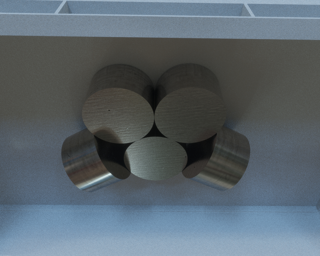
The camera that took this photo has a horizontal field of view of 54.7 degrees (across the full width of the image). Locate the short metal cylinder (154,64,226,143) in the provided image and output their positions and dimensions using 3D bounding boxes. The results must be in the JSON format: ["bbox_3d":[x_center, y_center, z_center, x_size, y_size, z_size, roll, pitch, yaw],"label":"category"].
[{"bbox_3d":[0.034,-0.028,0.367,0.081,0.050,0.079,0,130,0],"label":"short metal cylinder"}]

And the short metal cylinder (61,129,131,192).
[{"bbox_3d":[-0.080,0.037,0.402,0.050,0.080,0.080,-24,126,19],"label":"short metal cylinder"}]

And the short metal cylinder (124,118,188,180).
[{"bbox_3d":[-0.005,0.024,0.411,0.081,0.050,0.079,0,130,0],"label":"short metal cylinder"}]

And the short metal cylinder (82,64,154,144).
[{"bbox_3d":[-0.047,-0.028,0.367,0.081,0.050,0.079,0,130,0],"label":"short metal cylinder"}]

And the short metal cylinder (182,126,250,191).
[{"bbox_3d":[0.070,0.035,0.401,0.050,0.080,0.080,24,126,-19],"label":"short metal cylinder"}]
